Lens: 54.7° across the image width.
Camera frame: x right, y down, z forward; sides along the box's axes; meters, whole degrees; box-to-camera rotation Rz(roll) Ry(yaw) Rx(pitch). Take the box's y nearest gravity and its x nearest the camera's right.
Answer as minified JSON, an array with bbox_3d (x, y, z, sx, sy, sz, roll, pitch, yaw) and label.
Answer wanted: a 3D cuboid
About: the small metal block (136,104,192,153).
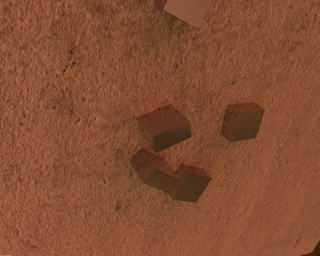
[{"bbox_3d":[0.005,-0.001,0.393,0.050,0.050,0.025,-23,127,-14],"label":"small metal block"}]

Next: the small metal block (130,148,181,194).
[{"bbox_3d":[-0.007,0.058,0.423,0.050,0.050,0.025,30,102,-38],"label":"small metal block"}]

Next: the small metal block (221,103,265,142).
[{"bbox_3d":[0.125,-0.009,0.469,0.050,0.025,0.050,-7,122,-25],"label":"small metal block"}]

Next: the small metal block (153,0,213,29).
[{"bbox_3d":[0.029,-0.143,0.334,0.050,0.025,0.050,15,110,-35],"label":"small metal block"}]

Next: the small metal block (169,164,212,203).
[{"bbox_3d":[0.045,0.087,0.485,0.050,0.025,0.050,17,109,-35],"label":"small metal block"}]
